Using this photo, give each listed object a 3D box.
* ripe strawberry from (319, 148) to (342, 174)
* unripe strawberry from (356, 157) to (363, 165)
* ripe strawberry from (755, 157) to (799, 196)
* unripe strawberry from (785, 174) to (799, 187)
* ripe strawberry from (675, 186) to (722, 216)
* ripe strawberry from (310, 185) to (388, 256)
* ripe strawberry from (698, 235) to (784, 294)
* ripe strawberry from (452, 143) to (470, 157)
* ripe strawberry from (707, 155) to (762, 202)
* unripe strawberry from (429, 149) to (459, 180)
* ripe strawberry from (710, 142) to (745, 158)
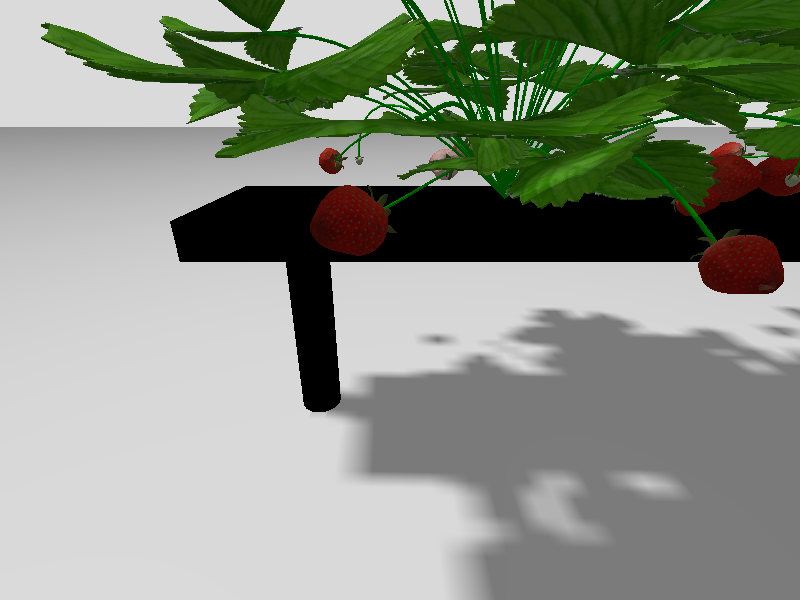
[{"bbox_3d":[-0.086,-0.168,0.485,0.031,0.030,0.028,15,28,41],"label":"ripe strawberry"},{"bbox_3d":[-0.050,-0.172,0.495,0.009,0.010,0.010,-19,31,-35],"label":"unripe strawberry"},{"bbox_3d":[0.325,-0.108,0.344,0.037,0.036,0.040,0,25,2],"label":"ripe strawberry"},{"bbox_3d":[0.312,-0.095,0.318,0.010,0.010,0.009,-2,25,-5],"label":"unripe strawberry"},{"bbox_3d":[0.205,-0.069,0.275,0.025,0.024,0.027,15,29,28],"label":"ripe strawberry"},{"bbox_3d":[-0.026,-0.038,0.196,0.038,0.033,0.038,17,31,33],"label":"ripe strawberry"},{"bbox_3d":[0.130,-0.012,0.152,0.027,0.024,0.024,-5,39,-10],"label":"ripe strawberry"},{"bbox_3d":[0.087,-0.199,0.549,0.034,0.030,0.031,0,-12,-1],"label":"ripe strawberry"},{"bbox_3d":[0.262,-0.095,0.317,0.036,0.036,0.040,4,25,6],"label":"ripe strawberry"},{"bbox_3d":[0.047,-0.146,0.431,0.035,0.032,0.032,-10,26,-21],"label":"unripe strawberry"},{"bbox_3d":[0.411,-0.181,0.505,0.038,0.034,0.034,-16,29,-31],"label":"ripe strawberry"}]
